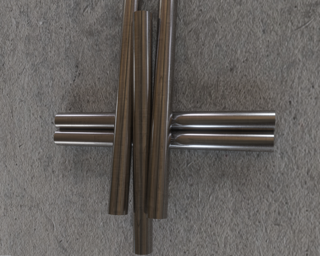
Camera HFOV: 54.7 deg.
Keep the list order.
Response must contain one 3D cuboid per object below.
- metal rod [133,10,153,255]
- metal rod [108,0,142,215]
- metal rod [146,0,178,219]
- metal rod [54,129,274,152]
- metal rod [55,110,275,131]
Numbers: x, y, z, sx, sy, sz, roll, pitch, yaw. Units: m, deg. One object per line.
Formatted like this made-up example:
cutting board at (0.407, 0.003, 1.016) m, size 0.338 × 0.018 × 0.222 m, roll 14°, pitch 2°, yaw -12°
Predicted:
metal rod at (-0.022, 0.005, 0.390) m, size 0.025 × 0.025 × 0.298 m, roll 0°, pitch 90°, yaw 19°
metal rod at (-0.044, -0.042, 0.402) m, size 0.025 × 0.025 × 0.298 m, roll 0°, pitch 82°, yaw 19°
metal rod at (0.004, -0.042, 0.385) m, size 0.025 × 0.025 × 0.298 m, roll 0°, pitch 82°, yaw 19°
metal rod at (-0.008, 0.015, 0.413) m, size 0.301 × 0.025 × 0.025 m, roll 0°, pitch 90°, yaw 19°
metal rod at (-0.007, -0.010, 0.413) m, size 0.301 × 0.025 × 0.025 m, roll 0°, pitch 90°, yaw 19°
